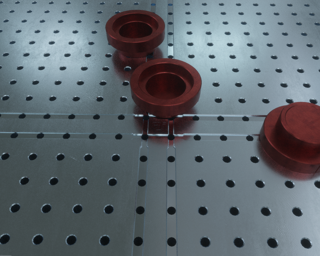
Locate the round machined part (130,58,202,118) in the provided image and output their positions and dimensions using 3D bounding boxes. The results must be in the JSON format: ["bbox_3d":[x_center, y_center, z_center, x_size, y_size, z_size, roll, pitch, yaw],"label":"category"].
[{"bbox_3d":[0.008,-0.053,0.441,0.099,0.042,0.098,0,50,0],"label":"round machined part"}]

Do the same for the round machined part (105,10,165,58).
[{"bbox_3d":[-0.041,-0.157,0.529,0.099,0.042,0.098,0,50,0],"label":"round machined part"}]

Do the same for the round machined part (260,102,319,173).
[{"bbox_3d":[0.182,0.005,0.394,0.099,0.042,0.098,0,50,0],"label":"round machined part"}]
